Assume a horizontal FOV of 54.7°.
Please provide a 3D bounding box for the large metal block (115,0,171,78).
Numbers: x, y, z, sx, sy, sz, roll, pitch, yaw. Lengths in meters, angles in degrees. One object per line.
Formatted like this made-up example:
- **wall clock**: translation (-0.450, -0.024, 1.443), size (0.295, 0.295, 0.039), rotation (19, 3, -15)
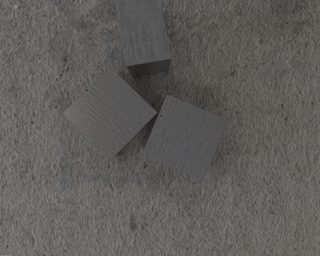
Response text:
- **large metal block**: translation (-0.019, -0.112, 0.382), size (0.050, 0.080, 0.080), rotation (-10, 90, 0)

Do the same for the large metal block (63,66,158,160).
- **large metal block**: translation (-0.060, -0.018, 0.397), size (0.080, 0.050, 0.080), rotation (44, 90, 0)

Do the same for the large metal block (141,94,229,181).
- **large metal block**: translation (0.030, 0.011, 0.398), size (0.080, 0.050, 0.080), rotation (23, 90, 0)
